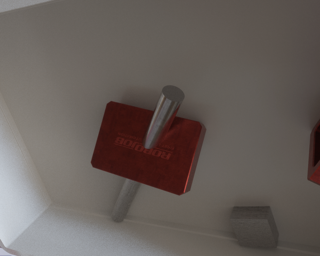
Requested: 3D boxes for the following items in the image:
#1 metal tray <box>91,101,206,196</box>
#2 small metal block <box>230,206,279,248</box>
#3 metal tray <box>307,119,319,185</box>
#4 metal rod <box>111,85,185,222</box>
[{"bbox_3d":[-0.016,0.023,0.396,0.130,0.030,0.090,14,88,19],"label":"metal tray"},{"bbox_3d":[0.130,0.135,0.423,0.050,0.025,0.050,-10,114,32],"label":"small metal block"},{"bbox_3d":[0.175,-0.017,0.264,0.030,0.090,0.129,26,127,12],"label":"metal tray"},{"bbox_3d":[-0.029,0.058,0.434,0.025,0.025,0.298,32,136,7],"label":"metal rod"}]
